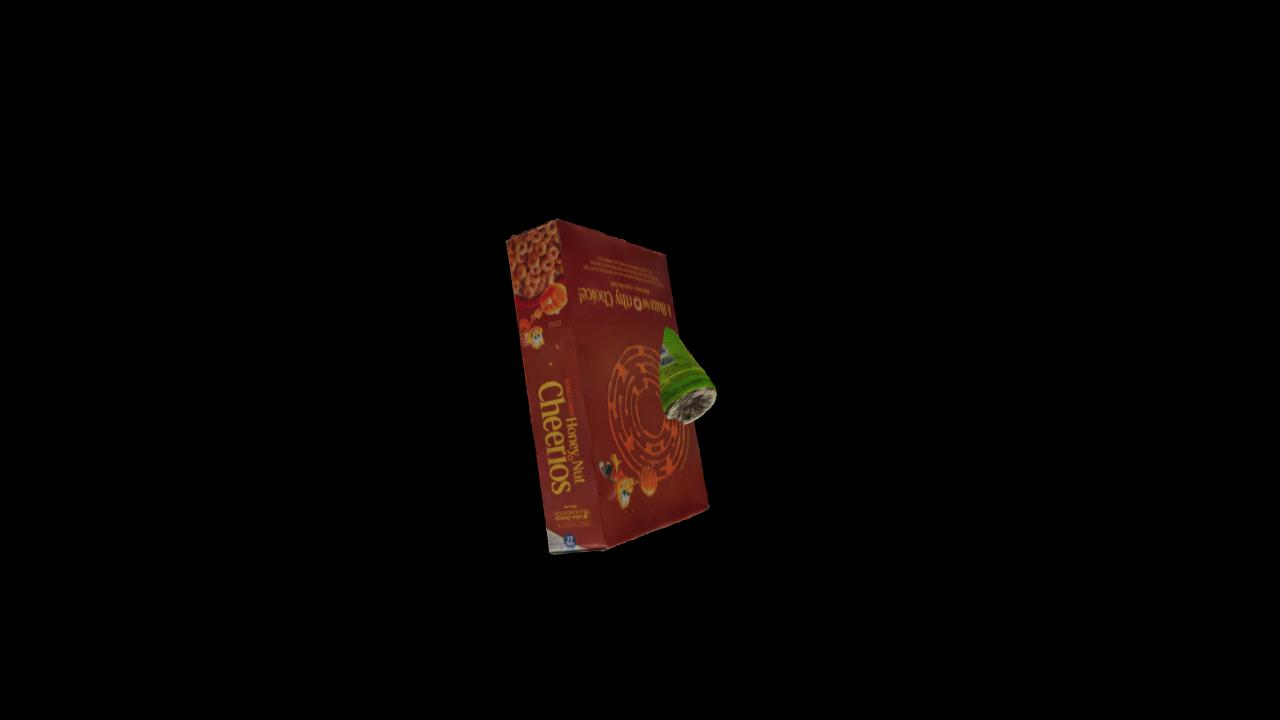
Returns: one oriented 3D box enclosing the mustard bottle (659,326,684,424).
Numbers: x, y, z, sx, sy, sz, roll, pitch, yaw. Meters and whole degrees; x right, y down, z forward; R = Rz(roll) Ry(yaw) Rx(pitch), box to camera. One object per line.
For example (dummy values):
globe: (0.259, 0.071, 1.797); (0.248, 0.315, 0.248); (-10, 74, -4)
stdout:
mustard bottle: (-0.032, 0.063, 0.671); (0.054, 0.184, 0.092); (-17, 41, -7)

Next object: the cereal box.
cereal box: (-0.027, 0.027, 0.640); (0.081, 0.306, 0.203); (-13, -8, 32)

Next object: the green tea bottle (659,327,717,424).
green tea bottle: (0.007, -0.025, 0.704); (0.073, 0.212, 0.073); (-23, -30, -14)
